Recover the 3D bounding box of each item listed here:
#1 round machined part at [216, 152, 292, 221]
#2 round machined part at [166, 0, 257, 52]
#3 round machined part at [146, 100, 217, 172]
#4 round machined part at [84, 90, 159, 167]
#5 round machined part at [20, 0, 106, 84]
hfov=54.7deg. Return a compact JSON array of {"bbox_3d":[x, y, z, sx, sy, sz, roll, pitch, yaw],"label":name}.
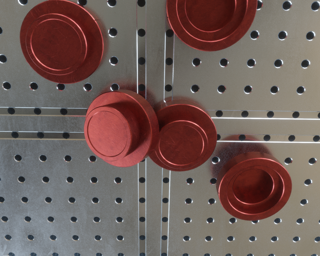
[{"bbox_3d":[0.128,0.077,0.435,0.099,0.042,0.097,0,110,-1],"label":"round machined part"},{"bbox_3d":[0.056,-0.140,0.354,0.099,0.042,0.097,0,110,-1],"label":"round machined part"},{"bbox_3d":[0.027,0.015,0.410,0.099,0.042,0.097,0,110,-1],"label":"round machined part"},{"bbox_3d":[-0.054,0.003,0.384,0.098,0.042,0.097,6,105,24],"label":"round machined part"},{"bbox_3d":[-0.116,-0.100,0.366,0.099,0.042,0.097,0,110,-1],"label":"round machined part"}]
